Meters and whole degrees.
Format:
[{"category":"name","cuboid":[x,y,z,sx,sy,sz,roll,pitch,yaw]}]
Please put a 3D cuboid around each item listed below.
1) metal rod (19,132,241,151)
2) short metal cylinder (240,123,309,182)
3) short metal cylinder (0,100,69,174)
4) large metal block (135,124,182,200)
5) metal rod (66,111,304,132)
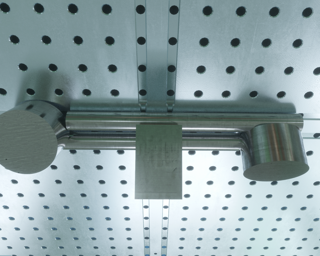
[{"category":"metal rod","cuboid":[-0.043,0.018,0.426,0.302,0.025,0.025,0,130,-1]},{"category":"short metal cylinder","cuboid":[0.148,0.034,0.408,0.081,0.050,0.080,0,152,0]},{"category":"short metal cylinder","cuboid":[-0.160,0.010,0.383,0.081,0.050,0.079,0,107,-1]},{"category":"large metal block","cuboid":[-0.002,0.041,0.371,0.050,0.080,0.080,1,172,-1]},{"category":"metal rod","cuboid":[0.032,-0.008,0.404,0.302,0.025,0.025,1,130,-1]}]
